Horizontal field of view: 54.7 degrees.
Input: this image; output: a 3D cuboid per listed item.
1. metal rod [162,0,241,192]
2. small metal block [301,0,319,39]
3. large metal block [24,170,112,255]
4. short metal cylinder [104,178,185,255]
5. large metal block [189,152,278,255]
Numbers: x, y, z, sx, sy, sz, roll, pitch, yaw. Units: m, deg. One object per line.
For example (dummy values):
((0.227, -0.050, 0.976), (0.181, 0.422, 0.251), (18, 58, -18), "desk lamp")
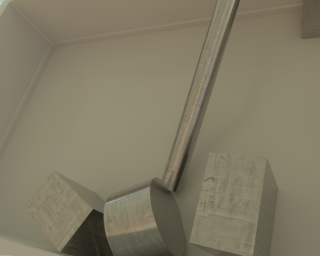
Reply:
((0.055, -0.073, 0.348), (0.025, 0.025, 0.298), (20, 95, 35), "metal rod")
((0.205, -0.140, 0.384), (0.050, 0.025, 0.050), (3, 63, 29), "small metal block")
((-0.092, 0.102, 0.354), (0.080, 0.080, 0.050), (29, 78, 37), "large metal block")
((-0.014, 0.097, 0.317), (0.050, 0.080, 0.080), (-23, 54, 14), "short metal cylinder")
((0.073, 0.077, 0.284), (0.050, 0.080, 0.080), (3, 63, 29), "large metal block")
